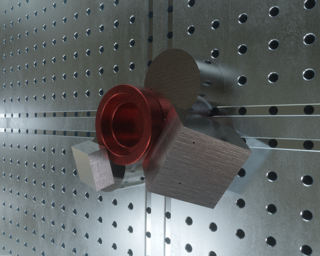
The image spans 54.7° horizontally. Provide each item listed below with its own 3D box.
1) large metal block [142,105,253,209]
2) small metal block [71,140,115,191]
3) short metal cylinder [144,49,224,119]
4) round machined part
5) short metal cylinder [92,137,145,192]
[{"bbox_3d":[0.036,0.032,0.335,0.080,0.081,0.050,-62,21,21],"label":"large metal block"},{"bbox_3d":[-0.087,0.047,0.400,0.050,0.025,0.050,13,118,51],"label":"small metal block"},{"bbox_3d":[0.028,-0.050,0.370,0.080,0.050,0.079,0,90,40],"label":"short metal cylinder"},{"bbox_3d":[-0.033,-0.004,0.387,0.098,0.042,0.097,0,90,40],"label":"round machined part"},{"bbox_3d":[-0.059,0.047,0.441,0.080,0.050,0.079,0,90,40],"label":"short metal cylinder"}]
